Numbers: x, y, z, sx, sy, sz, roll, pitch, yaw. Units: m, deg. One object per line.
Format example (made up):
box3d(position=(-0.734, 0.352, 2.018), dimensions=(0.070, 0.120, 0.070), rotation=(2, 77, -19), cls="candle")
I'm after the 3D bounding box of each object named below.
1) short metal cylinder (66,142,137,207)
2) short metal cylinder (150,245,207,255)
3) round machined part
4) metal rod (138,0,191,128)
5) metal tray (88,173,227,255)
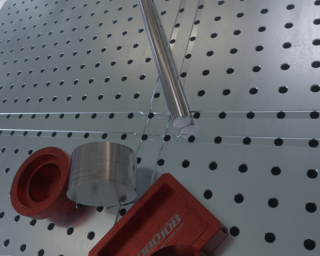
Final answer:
box3d(position=(-0.068, 0.058, 0.373), dimensions=(0.080, 0.080, 0.050), rotation=(-16, 56, 19), cls="short metal cylinder")
box3d(position=(0.019, 0.149, 0.266), dimensions=(0.081, 0.050, 0.080), rotation=(0, 88, -4), cls="short metal cylinder")
box3d(position=(-0.153, 0.078, 0.430), dimensions=(0.098, 0.042, 0.098), rotation=(-13, 56, 21), cls="round machined part")
box3d(position=(-0.001, -0.126, 0.486), dimensions=(0.025, 0.025, 0.299), rotation=(-24, 53, 13), cls="metal rod")
box3d(position=(-0.005, 0.124, 0.331), dimensions=(0.130, 0.030, 0.090), rotation=(-46, 51, -4), cls="metal tray")
